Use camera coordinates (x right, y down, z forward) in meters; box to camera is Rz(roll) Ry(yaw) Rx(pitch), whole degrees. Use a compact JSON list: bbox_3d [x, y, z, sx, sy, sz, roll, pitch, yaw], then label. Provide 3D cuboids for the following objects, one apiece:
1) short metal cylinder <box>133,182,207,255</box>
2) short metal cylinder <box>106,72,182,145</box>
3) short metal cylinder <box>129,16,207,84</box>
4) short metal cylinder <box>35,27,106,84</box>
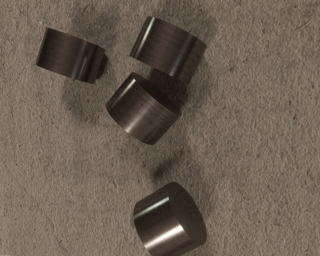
[{"bbox_3d":[0.013,0.112,0.374,0.050,0.080,0.080,-34,79,17],"label":"short metal cylinder"},{"bbox_3d":[-0.020,-0.024,0.386,0.080,0.080,0.050,45,104,14],"label":"short metal cylinder"},{"bbox_3d":[0.010,-0.093,0.376,0.080,0.080,0.050,29,99,17],"label":"short metal cylinder"},{"bbox_3d":[-0.121,-0.097,0.421,0.080,0.080,0.050,22,97,18],"label":"short metal cylinder"}]
